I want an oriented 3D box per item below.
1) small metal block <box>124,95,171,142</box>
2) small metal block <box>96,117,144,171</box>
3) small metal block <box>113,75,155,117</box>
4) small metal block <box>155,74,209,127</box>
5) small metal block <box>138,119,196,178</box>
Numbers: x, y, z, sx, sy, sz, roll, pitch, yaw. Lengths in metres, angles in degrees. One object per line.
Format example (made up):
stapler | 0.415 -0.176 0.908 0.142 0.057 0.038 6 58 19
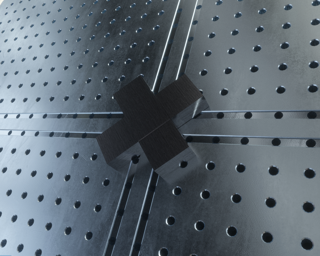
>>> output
small metal block | -0.013 -0.008 0.417 0.050 0.025 0.050 -35 51 4
small metal block | -0.053 0.021 0.421 0.050 0.025 0.050 -35 51 4
small metal block | -0.033 -0.041 0.449 0.050 0.025 0.050 -35 51 4
small metal block | 0.029 -0.037 0.414 0.050 0.025 0.050 -35 51 4
small metal block | 0.008 0.025 0.387 0.050 0.025 0.050 -35 51 4
